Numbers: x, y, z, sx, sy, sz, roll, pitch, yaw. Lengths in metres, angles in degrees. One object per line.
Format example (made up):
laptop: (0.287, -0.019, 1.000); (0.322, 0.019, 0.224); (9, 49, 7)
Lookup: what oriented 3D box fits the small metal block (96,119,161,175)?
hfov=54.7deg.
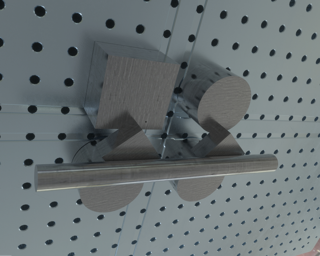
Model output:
small metal block: (-0.034, 0.027, 0.344); (0.050, 0.025, 0.050); (-35, 129, -6)

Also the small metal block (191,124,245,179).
small metal block: (0.077, 0.031, 0.408); (0.050, 0.025, 0.050); (-42, 130, 1)

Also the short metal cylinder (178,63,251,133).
short metal cylinder: (0.072, -0.040, 0.409); (0.081, 0.050, 0.079); (-14, 124, -21)

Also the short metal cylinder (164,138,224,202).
short metal cylinder: (0.050, 0.062, 0.460); (0.081, 0.050, 0.079); (-14, 124, -21)

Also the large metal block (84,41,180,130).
large metal block: (-0.034, -0.045, 0.348); (0.081, 0.050, 0.079); (1, 118, -29)

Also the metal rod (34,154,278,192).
metal rod: (0.020, 0.047, 0.353); (0.303, 0.025, 0.025); (1, 118, -29)

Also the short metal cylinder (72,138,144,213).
short metal cylinder: (-0.067, 0.060, 0.394); (0.081, 0.050, 0.079); (-14, 124, -21)
